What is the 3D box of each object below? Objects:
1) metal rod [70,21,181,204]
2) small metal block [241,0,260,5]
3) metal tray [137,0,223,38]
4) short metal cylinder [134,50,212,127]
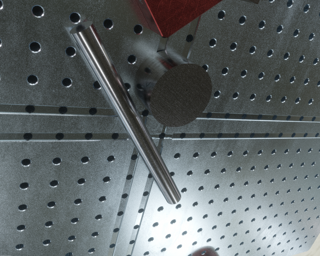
[{"bbox_3d":[-0.028,0.006,0.400,0.025,0.025,0.299,-32,129,-8],"label":"metal rod"},{"bbox_3d":[0.095,-0.170,0.343,0.025,0.050,0.050,8,115,-33],"label":"small metal block"},{"bbox_3d":[0.008,-0.170,0.309,0.090,0.030,0.130,-36,130,-5],"label":"metal tray"},{"bbox_3d":[0.015,-0.048,0.375,0.081,0.050,0.079,-14,125,-21],"label":"short metal cylinder"}]
